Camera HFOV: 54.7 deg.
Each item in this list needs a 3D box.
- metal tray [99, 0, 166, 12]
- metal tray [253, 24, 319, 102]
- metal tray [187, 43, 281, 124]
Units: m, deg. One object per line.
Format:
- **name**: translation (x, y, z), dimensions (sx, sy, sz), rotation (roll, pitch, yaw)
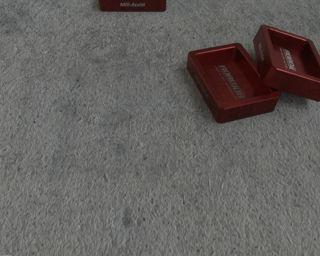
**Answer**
- **metal tray**: translation (-0.053, -0.274, 0.629), dimensions (0.131, 0.030, 0.090), rotation (0, 50, 0)
- **metal tray**: translation (0.193, -0.101, 0.462), dimensions (0.091, 0.030, 0.130), rotation (16, 44, -6)
- **metal tray**: translation (0.104, -0.071, 0.460), dimensions (0.091, 0.030, 0.130), rotation (-13, 51, -11)
